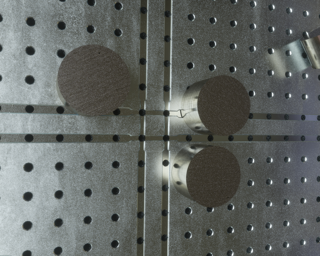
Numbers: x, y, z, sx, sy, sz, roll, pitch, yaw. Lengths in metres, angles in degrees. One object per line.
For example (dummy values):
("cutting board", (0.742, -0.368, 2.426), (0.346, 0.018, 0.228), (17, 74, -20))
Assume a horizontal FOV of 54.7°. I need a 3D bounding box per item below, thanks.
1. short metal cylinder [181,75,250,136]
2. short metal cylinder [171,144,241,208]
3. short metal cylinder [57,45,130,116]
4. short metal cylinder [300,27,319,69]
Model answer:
("short metal cylinder", (0.076, -0.030, 0.429), (0.081, 0.050, 0.079), (0, 90, -21))
("short metal cylinder", (0.062, 0.063, 0.424), (0.081, 0.050, 0.079), (0, 90, -20))
("short metal cylinder", (-0.081, -0.054, 0.370), (0.081, 0.050, 0.079), (0, 90, -21))
("short metal cylinder", (0.271, -0.134, 0.486), (0.080, 0.080, 0.050), (-33, 101, -17))
